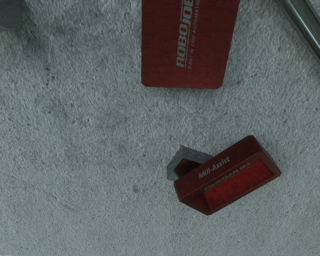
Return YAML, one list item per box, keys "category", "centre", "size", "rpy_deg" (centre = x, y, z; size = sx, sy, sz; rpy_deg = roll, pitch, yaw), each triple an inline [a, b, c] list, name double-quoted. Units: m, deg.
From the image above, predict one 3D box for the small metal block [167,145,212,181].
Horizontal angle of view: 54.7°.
- category: "small metal block"
  centre: [0.044, 0.058, 0.457]
  size: [0.050, 0.025, 0.050]
  rpy_deg: [19, 127, -16]

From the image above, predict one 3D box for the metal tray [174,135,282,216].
- category: "metal tray"
  centre: [0.097, 0.072, 0.441]
  size: [0.130, 0.030, 0.090]
  rpy_deg: [-35, 137, 16]

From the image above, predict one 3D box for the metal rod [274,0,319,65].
- category: "metal rod"
  centre: [0.193, -0.074, 0.346]
  size: [0.025, 0.025, 0.301]
  rpy_deg: [-37, 122, 26]

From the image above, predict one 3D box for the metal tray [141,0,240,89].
- category: "metal tray"
  centre: [0.027, -0.103, 0.317]
  size: [0.091, 0.030, 0.129]
  rpy_deg: [2, 130, -2]

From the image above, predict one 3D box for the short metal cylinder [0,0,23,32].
- category: "short metal cylinder"
  centre: [-0.167, -0.119, 0.267]
  size: [0.050, 0.080, 0.080]
  rpy_deg: [-13, 129, 10]
